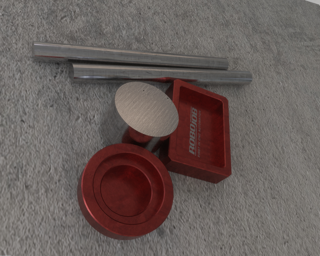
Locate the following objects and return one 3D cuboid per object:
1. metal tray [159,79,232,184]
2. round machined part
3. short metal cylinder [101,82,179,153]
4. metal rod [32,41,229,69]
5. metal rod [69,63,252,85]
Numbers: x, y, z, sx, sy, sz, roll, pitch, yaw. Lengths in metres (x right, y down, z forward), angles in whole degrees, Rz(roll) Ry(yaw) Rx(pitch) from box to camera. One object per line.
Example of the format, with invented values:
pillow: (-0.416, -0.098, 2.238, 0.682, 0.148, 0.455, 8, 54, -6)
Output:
metal tray: (0.050, 0.003, 0.425, 0.091, 0.030, 0.130, 18, 55, -18)
round machined part: (-0.039, 0.069, 0.330, 0.099, 0.042, 0.098, 13, 56, -21)
short metal cylinder: (-0.025, -0.009, 0.374, 0.081, 0.050, 0.080, 18, 47, -20)
metal rod: (-0.023, -0.100, 0.452, 0.303, 0.025, 0.025, -3, 63, -30)
metal rod: (0.020, -0.077, 0.461, 0.303, 0.025, 0.025, -4, 64, -30)
